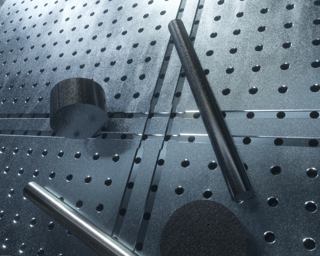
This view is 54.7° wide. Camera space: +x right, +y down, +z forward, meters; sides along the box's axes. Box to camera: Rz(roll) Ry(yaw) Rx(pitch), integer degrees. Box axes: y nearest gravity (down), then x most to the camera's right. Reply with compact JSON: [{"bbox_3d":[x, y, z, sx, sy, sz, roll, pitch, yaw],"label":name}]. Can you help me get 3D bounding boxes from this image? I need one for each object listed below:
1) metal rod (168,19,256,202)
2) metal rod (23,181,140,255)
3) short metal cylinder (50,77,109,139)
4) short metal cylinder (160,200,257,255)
[{"bbox_3d":[0.056,-0.047,0.407,0.025,0.025,0.299,-24,53,13],"label":"metal rod"},{"bbox_3d":[-0.073,0.132,0.365,0.300,0.025,0.025,20,73,35],"label":"metal rod"},{"bbox_3d":[-0.118,-0.027,0.452,0.080,0.080,0.050,-24,53,13],"label":"short metal cylinder"},{"bbox_3d":[0.047,0.115,0.297,0.080,0.050,0.080,-13,56,21],"label":"short metal cylinder"}]
